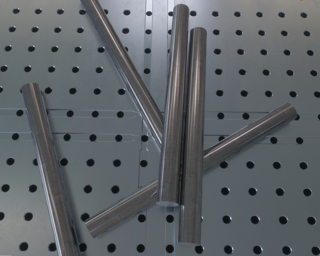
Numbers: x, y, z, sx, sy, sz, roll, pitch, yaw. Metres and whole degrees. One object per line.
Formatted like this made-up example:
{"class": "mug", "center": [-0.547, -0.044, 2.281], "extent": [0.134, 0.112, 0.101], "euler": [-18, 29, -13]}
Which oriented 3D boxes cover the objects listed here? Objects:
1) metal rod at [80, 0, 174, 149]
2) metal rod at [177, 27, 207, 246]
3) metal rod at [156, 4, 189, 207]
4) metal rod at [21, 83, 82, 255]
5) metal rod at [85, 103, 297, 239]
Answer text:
{"class": "metal rod", "center": [-0.051, -0.090, 0.444], "extent": [0.025, 0.025, 0.299], "euler": [-26, 72, -9]}
{"class": "metal rod", "center": [0.044, -0.010, 0.395], "extent": [0.025, 0.025, 0.300], "euler": [5, 63, 2]}
{"class": "metal rod", "center": [0.020, -0.049, 0.411], "extent": [0.025, 0.025, 0.299], "euler": [5, 63, 2]}
{"class": "metal rod", "center": [-0.130, 0.077, 0.383], "extent": [0.025, 0.025, 0.299], "euler": [-18, 71, -6]}
{"class": "metal rod", "center": [0.047, 0.049, 0.394], "extent": [0.301, 0.025, 0.025], "euler": [-29, 73, -10]}
